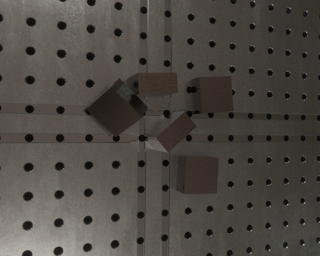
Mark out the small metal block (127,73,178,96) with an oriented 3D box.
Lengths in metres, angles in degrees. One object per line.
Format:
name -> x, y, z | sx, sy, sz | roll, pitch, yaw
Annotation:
small metal block -> -0.011, -0.054, 0.396 | 0.050, 0.050, 0.025 | -4, 92, -20

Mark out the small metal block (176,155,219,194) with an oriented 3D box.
small metal block -> 0.053, 0.065, 0.434 | 0.050, 0.025, 0.050 | 4, 89, -20

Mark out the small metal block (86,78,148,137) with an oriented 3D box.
small metal block -> -0.052, -0.024, 0.379 | 0.050, 0.050, 0.025 | 46, 34, -15

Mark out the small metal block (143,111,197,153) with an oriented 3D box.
small metal block -> 0.012, 0.005, 0.405 | 0.050, 0.050, 0.025 | -42, 104, -15

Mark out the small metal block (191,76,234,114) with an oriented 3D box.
small metal block -> 0.075, -0.047, 0.442 | 0.050, 0.025, 0.050 | -5, 92, -20
